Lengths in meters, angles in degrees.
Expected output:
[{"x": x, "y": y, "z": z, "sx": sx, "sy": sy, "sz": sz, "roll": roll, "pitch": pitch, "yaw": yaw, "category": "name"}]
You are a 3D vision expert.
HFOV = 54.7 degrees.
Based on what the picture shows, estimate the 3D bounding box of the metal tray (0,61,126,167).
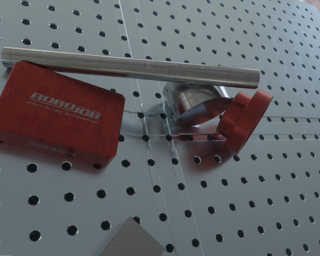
[{"x": -0.111, "y": -0.015, "z": 0.355, "sx": 0.131, "sy": 0.030, "sz": 0.090, "roll": 17, "pitch": 55, "yaw": -19, "category": "metal tray"}]

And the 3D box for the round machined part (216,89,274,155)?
[{"x": 0.115, "y": -0.013, "z": 0.438, "sx": 0.042, "sy": 0.097, "sz": 0.099, "roll": 32, "pitch": 49, "yaw": 17, "category": "round machined part"}]

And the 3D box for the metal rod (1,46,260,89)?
[{"x": -0.031, "y": -0.072, "z": 0.375, "sx": 0.302, "sy": 0.025, "sz": 0.025, "roll": 4, "pitch": 58, "yaw": -4, "category": "metal rod"}]

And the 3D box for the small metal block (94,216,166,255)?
[{"x": -0.031, "y": 0.128, "z": 0.314, "sx": 0.050, "sy": 0.025, "sz": 0.050, "roll": 43, "pitch": 51, "yaw": 1, "category": "small metal block"}]

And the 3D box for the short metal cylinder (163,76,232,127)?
[{"x": 0.051, "y": -0.042, "z": 0.428, "sx": 0.081, "sy": 0.080, "sz": 0.050, "roll": -9, "pitch": 66, "yaw": -32, "category": "short metal cylinder"}]
